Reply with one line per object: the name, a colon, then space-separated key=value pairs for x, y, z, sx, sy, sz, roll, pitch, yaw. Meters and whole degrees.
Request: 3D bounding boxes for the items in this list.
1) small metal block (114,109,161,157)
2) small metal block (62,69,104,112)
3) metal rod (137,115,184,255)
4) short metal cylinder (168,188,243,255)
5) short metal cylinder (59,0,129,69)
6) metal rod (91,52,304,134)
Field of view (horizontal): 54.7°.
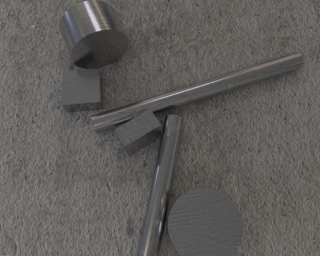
small metal block: x=-0.026 y=0.007 z=0.392 sx=0.050 sy=0.050 sz=0.025 roll=-31 pitch=73 yaw=-11
small metal block: x=-0.106 y=-0.051 z=0.426 sx=0.050 sy=0.025 sz=0.050 roll=-5 pitch=70 yaw=-2
metal rod: x=-0.009 y=0.125 z=0.362 sx=0.025 sy=0.025 sz=0.299 roll=10 pitch=70 yaw=4
short metal cylinder: x=0.049 y=0.112 z=0.354 sx=0.081 sy=0.050 sz=0.080 roll=0 pitch=70 yaw=0
short metal cylinder: x=-0.090 y=-0.125 z=0.424 sx=0.080 sy=0.080 sz=0.050 roll=-22 pitch=72 yaw=-8
metal rod: x=0.056 y=-0.051 z=0.426 sx=0.302 sy=0.025 sz=0.025 roll=-18 pitch=71 yaw=-7
